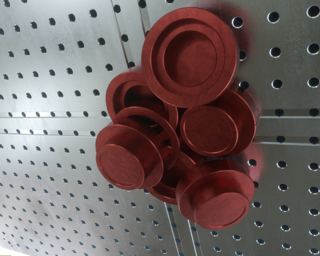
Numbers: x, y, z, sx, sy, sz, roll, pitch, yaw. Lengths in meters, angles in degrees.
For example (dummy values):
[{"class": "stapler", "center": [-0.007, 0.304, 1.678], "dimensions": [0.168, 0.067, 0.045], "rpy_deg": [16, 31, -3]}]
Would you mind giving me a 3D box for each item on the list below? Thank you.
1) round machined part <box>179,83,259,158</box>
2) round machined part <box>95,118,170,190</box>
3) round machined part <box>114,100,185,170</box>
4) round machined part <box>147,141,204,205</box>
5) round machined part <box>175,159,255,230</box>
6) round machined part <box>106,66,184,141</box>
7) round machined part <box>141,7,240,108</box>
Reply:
[{"class": "round machined part", "center": [0.062, -0.005, 0.364], "dimensions": [0.098, 0.042, 0.097], "rpy_deg": [13, 124, 21]}, {"class": "round machined part", "center": [-0.041, 0.039, 0.392], "dimensions": [0.098, 0.042, 0.097], "rpy_deg": [13, 124, 21]}, {"class": "round machined part", "center": [-0.012, 0.007, 0.411], "dimensions": [0.098, 0.042, 0.097], "rpy_deg": [13, 124, 21]}, {"class": "round machined part", "center": [0.019, 0.054, 0.424], "dimensions": [0.098, 0.042, 0.097], "rpy_deg": [13, 124, 21]}, {"class": "round machined part", "center": [0.072, 0.089, 0.386], "dimensions": [0.099, 0.042, 0.097], "rpy_deg": [-6, 127, -8]}, {"class": "round machined part", "center": [-0.015, -0.031, 0.390], "dimensions": [0.098, 0.042, 0.097], "rpy_deg": [13, 124, 21]}, {"class": "round machined part", "center": [0.034, -0.071, 0.324], "dimensions": [0.098, 0.042, 0.097], "rpy_deg": [3, 99, 21]}]
